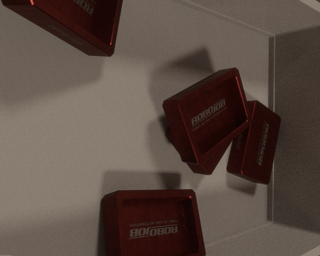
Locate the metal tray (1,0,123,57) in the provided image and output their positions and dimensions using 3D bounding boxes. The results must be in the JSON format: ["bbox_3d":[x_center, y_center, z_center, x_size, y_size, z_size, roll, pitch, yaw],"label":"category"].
[{"bbox_3d":[-0.081,-0.131,0.293,0.130,0.030,0.089,18,81,-70],"label":"metal tray"}]

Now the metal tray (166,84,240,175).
[{"bbox_3d":[0.074,-0.006,0.468,0.130,0.030,0.090,-52,121,-27],"label":"metal tray"}]

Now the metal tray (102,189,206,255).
[{"bbox_3d":[-0.004,0.124,0.382,0.131,0.030,0.090,9,64,-40],"label":"metal tray"}]

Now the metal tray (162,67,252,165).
[{"bbox_3d":[0.070,-0.019,0.424,0.131,0.030,0.090,-32,110,-36],"label":"metal tray"}]

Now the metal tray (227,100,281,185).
[{"bbox_3d":[0.169,0.027,0.548,0.090,0.030,0.130,25,74,-38],"label":"metal tray"}]
